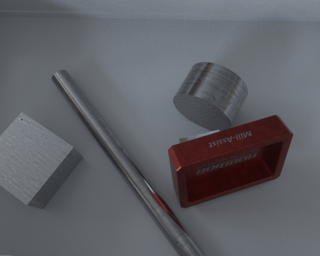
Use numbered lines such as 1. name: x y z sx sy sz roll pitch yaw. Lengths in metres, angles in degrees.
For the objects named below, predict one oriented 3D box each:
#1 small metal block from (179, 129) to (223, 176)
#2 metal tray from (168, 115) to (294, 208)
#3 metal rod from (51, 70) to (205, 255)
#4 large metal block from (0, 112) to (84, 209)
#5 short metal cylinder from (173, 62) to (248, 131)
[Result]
1. small metal block: 0.052 0.033 0.382 0.050 0.050 0.025 -13 48 -5
2. metal tray: 0.079 0.041 0.358 0.131 0.090 0.030 -16 49 -6
3. metal rod: -0.049 0.040 0.394 0.025 0.025 0.300 -36 74 -12
4. large metal block: -0.156 0.041 0.380 0.080 0.050 0.080 32 73 10
5. short metal cylinder: 0.064 -0.038 0.395 0.080 0.080 0.050 27 72 9
